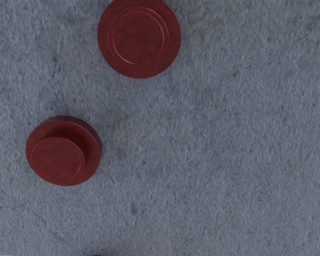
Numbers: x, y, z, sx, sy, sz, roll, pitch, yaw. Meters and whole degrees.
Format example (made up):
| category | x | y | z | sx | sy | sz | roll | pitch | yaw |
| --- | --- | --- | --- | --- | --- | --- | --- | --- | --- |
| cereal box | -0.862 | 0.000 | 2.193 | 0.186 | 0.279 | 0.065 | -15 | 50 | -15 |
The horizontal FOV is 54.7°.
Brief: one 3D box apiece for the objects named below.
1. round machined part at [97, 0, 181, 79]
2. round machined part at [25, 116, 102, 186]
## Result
| category | x | y | z | sx | sy | sz | roll | pitch | yaw |
| --- | --- | --- | --- | --- | --- | --- | --- | --- | --- |
| round machined part | -0.024 | -0.105 | 0.362 | 0.099 | 0.042 | 0.097 | 0 | 110 | -1 |
| round machined part | -0.130 | 0.036 | 0.412 | 0.099 | 0.042 | 0.097 | 0 | 110 | -1 |
